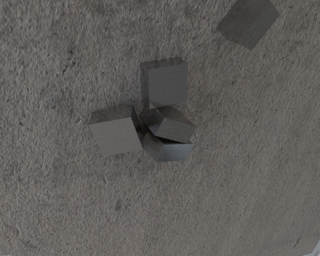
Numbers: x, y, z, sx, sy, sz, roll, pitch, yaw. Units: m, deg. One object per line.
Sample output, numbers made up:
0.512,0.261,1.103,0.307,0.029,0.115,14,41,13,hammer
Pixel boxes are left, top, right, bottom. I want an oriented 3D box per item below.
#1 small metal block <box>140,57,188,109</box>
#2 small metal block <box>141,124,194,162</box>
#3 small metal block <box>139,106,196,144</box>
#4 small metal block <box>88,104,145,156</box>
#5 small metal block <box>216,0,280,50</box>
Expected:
0.005,-0.055,0.375,0.050,0.025,0.050,-14,124,-21,small metal block
0.005,0.018,0.399,0.050,0.050,0.025,1,119,-42,small metal block
0.009,-0.008,0.390,0.050,0.050,0.025,15,111,-35,small metal block
-0.050,0.004,0.369,0.050,0.025,0.050,-10,127,9,small metal block
0.103,-0.127,0.368,0.025,0.050,0.050,31,101,-38,small metal block
